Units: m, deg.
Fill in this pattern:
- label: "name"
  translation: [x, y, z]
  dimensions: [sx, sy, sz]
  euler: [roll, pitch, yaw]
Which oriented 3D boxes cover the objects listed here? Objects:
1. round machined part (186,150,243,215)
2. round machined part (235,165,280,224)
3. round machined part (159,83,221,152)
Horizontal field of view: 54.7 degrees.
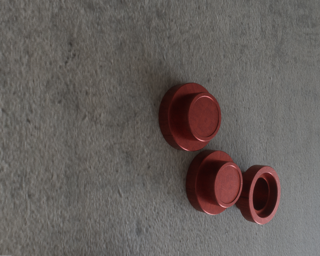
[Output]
- label: "round machined part"
  translation: [0.089, 0.083, 0.471]
  dimensions: [0.099, 0.042, 0.097]
  euler: [0, 90, -40]
- label: "round machined part"
  translation: [0.163, 0.112, 0.534]
  dimensions: [0.099, 0.042, 0.097]
  euler: [0, 90, -40]
- label: "round machined part"
  translation: [0.049, -0.015, 0.437]
  dimensions: [0.099, 0.042, 0.097]
  euler: [0, 90, -40]
